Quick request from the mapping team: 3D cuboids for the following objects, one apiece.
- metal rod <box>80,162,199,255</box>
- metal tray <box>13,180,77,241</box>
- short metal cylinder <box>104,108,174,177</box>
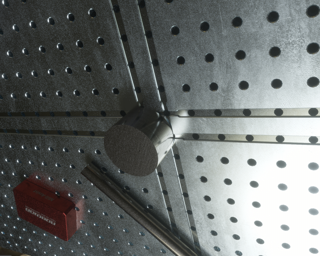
[{"bbox_3d":[-0.011,0.165,0.518,0.300,0.025,0.025,41,129,0],"label":"metal rod"},{"bbox_3d":[-0.236,0.170,0.638,0.130,0.030,0.089,20,126,16],"label":"metal tray"},{"bbox_3d":[-0.028,0.019,0.422,0.080,0.050,0.079,13,124,21],"label":"short metal cylinder"}]
